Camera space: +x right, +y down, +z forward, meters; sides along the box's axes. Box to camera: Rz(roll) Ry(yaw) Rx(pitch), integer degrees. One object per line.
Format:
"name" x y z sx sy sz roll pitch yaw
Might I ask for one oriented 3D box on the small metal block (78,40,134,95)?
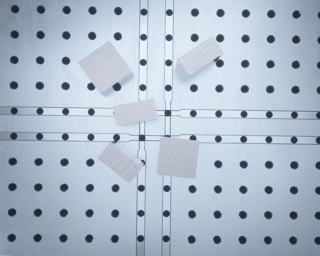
"small metal block" -0.071 -0.079 0.412 0.050 0.025 0.050 -36 90 0

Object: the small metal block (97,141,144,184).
"small metal block" -0.049 0.042 0.400 0.050 0.050 0.025 39 90 -1

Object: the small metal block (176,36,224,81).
"small metal block" 0.050 -0.088 0.402 0.050 0.050 0.025 -33 90 0

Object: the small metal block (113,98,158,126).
"small metal block" -0.030 -0.019 0.401 0.050 0.050 0.025 -11 90 0

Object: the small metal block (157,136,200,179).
"small metal block" 0.024 0.039 0.414 0.050 0.025 0.050 7 90 -1
